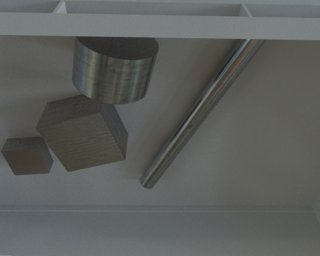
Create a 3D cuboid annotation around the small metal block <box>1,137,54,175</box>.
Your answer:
[{"bbox_3d":[-0.187,0.040,0.441,0.050,0.025,0.050,-4,130,2],"label":"small metal block"}]

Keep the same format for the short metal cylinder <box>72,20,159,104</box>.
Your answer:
[{"bbox_3d":[-0.046,-0.068,0.314,0.081,0.080,0.050,10,129,-9],"label":"short metal cylinder"}]

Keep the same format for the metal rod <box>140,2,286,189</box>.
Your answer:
[{"bbox_3d":[0.047,-0.018,0.394,0.025,0.025,0.298,21,127,-17],"label":"metal rod"}]

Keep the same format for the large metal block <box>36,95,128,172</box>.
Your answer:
[{"bbox_3d":[-0.094,0.004,0.395,0.080,0.050,0.080,-13,129,10],"label":"large metal block"}]
